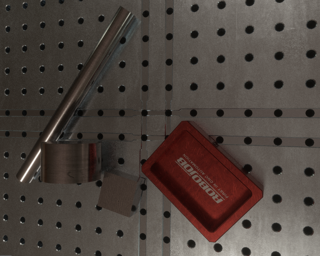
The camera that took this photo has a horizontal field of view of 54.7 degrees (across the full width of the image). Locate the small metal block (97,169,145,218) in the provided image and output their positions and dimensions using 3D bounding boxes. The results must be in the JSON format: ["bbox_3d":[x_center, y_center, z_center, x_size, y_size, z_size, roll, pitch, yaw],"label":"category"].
[{"bbox_3d":[-0.054,0.089,0.431,0.050,0.025,0.050,15,95,19],"label":"small metal block"}]

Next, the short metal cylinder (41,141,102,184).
[{"bbox_3d":[-0.121,0.044,0.425,0.080,0.080,0.050,1,90,19],"label":"short metal cylinder"}]

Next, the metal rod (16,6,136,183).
[{"bbox_3d":[-0.129,-0.041,0.456,0.025,0.025,0.299,38,102,15],"label":"metal rod"}]

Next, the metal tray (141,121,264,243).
[{"bbox_3d":[0.051,0.064,0.391,0.130,0.030,0.090,44,103,14],"label":"metal tray"}]
